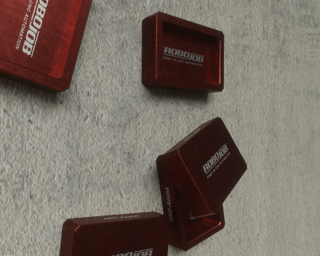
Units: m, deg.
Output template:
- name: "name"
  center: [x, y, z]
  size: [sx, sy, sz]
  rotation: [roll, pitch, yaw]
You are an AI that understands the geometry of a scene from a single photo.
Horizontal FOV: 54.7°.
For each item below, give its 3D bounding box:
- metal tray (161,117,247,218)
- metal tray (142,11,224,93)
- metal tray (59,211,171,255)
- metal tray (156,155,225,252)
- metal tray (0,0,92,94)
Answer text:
- name: "metal tray"
  center: [0.066, 0.048, 0.420]
  size: [0.131, 0.030, 0.090]
  rotation: [-33, 95, -51]
- name: "metal tray"
  center: [0.036, -0.099, 0.430]
  size: [0.131, 0.030, 0.089]
  rotation: [0, 90, -40]
- name: "metal tray"
  center: [-0.049, 0.149, 0.361]
  size: [0.131, 0.030, 0.089]
  rotation: [8, 85, -40]
- name: "metal tray"
  center: [0.046, 0.094, 0.439]
  size: [0.091, 0.030, 0.129]
  rotation: [-13, 99, -39]
- name: "metal tray"
  center: [-0.121, -0.108, 0.299]
  size: [0.091, 0.030, 0.129]
  rotation: [19, 78, -38]
